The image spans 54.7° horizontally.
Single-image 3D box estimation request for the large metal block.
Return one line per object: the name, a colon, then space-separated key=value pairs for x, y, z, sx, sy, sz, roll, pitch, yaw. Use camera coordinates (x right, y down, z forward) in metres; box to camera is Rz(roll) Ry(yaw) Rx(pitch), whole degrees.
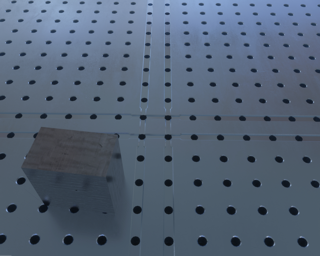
large metal block: x=-0.086 y=0.047 z=0.331 sx=0.080 sy=0.080 sz=0.050 roll=6 pitch=50 yaw=4
